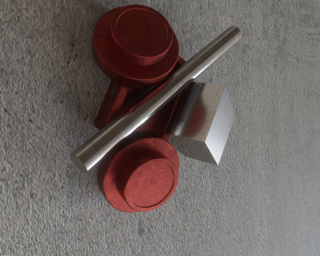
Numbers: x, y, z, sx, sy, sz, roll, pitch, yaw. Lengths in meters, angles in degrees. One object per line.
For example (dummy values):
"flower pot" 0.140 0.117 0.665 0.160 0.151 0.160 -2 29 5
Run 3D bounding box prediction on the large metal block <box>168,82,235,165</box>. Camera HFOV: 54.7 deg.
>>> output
"large metal block" 0.060 -0.005 0.421 0.080 0.050 0.080 -67 151 -19

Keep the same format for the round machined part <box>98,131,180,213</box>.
"round machined part" -0.018 0.056 0.358 0.099 0.042 0.097 -13 117 -27

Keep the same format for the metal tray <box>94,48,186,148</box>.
"metal tray" -0.016 -0.042 0.389 0.090 0.030 0.130 31 71 -36

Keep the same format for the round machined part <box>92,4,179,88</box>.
"round machined part" -0.024 -0.098 0.348 0.099 0.042 0.098 6 69 -16

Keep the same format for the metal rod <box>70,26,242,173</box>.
"metal rod" 0.015 -0.052 0.380 0.302 0.025 0.025 -43 116 -32
